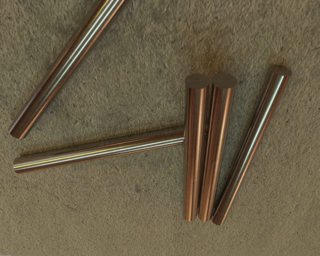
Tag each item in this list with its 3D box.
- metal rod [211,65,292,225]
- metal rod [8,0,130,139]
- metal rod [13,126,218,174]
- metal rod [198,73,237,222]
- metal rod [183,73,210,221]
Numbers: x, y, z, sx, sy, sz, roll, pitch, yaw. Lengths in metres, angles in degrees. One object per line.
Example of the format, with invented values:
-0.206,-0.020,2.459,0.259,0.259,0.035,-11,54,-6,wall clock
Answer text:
0.120,0.047,0.448,0.025,0.025,0.298,5,130,-5,metal rod
-0.091,-0.083,0.335,0.025,0.025,0.299,33,123,-25,metal rod
-0.060,0.027,0.429,0.301,0.025,0.025,-11,129,9,metal rod
0.072,0.051,0.425,0.025,0.025,0.298,-2,138,1,metal rod
0.045,0.051,0.423,0.025,0.025,0.298,-2,139,2,metal rod
